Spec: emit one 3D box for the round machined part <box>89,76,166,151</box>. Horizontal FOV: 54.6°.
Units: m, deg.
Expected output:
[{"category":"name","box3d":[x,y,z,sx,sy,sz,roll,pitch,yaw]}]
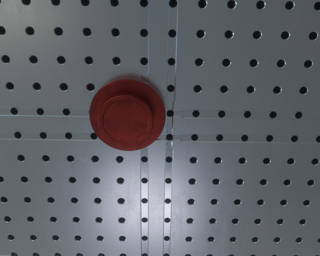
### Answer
[{"category":"round machined part","box3d":[-0.042,-0.014,0.399,0.099,0.042,0.097,0,110,0]}]
